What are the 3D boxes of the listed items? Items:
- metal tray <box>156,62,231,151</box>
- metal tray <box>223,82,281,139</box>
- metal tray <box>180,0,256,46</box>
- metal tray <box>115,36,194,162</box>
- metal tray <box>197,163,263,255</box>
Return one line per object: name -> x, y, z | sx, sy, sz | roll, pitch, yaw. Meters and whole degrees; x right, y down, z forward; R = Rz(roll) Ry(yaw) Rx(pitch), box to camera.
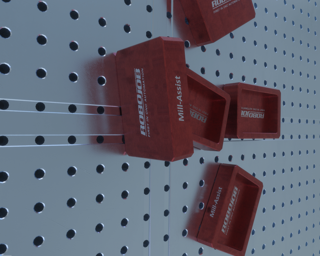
metal tray -> 0.045, -0.025, 0.435 | 0.131, 0.030, 0.090 | 22, 75, -42
metal tray -> 0.163, -0.027, 0.540 | 0.131, 0.030, 0.090 | 2, 89, -40
metal tray -> 0.092, -0.193, 0.481 | 0.131, 0.030, 0.090 | -37, 113, -34
metal tray -> -0.009, -0.031, 0.358 | 0.030, 0.090, 0.129 | -10, 96, -40
metal tray -> 0.117, 0.134, 0.502 | 0.090, 0.030, 0.130 | 33, 69, -35
